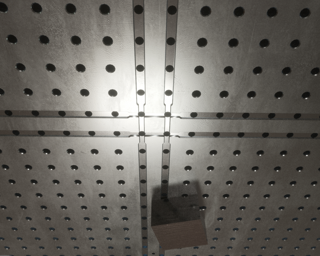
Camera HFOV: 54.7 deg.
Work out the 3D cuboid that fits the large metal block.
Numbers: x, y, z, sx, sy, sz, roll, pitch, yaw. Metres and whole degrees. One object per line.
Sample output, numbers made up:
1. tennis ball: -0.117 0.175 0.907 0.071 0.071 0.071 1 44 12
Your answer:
1. large metal block: 0.034 0.164 0.536 0.080 0.050 0.080 -11 130 8
